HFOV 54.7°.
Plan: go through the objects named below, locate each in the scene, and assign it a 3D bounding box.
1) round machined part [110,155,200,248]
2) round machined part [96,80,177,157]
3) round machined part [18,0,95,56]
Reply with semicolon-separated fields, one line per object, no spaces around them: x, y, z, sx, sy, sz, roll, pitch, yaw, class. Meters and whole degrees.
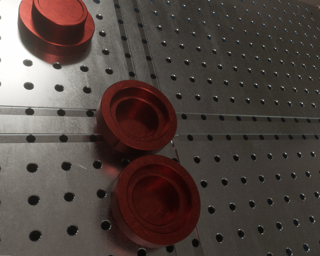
-0.008;0.082;0.344;0.099;0.042;0.098;14;56;-21;round machined part
-0.032;-0.008;0.387;0.099;0.042;0.098;14;56;-21;round machined part
-0.136;-0.149;0.416;0.099;0.042;0.098;14;56;-21;round machined part
